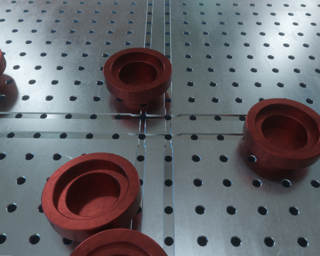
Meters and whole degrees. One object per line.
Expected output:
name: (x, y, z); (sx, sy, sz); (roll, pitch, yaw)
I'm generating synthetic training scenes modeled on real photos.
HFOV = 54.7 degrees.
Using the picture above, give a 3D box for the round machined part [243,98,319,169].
round machined part: (0.154, 0.011, 0.389); (0.099, 0.042, 0.098); (0, 50, 0)

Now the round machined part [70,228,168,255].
round machined part: (-0.036, 0.140, 0.268); (0.099, 0.042, 0.098); (3, 65, -6)

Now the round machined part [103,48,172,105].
round machined part: (-0.032, -0.072, 0.457); (0.099, 0.042, 0.098); (0, 50, 0)

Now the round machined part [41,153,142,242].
round machined part: (-0.068, 0.075, 0.326); (0.099, 0.042, 0.098); (-3, 41, 3)

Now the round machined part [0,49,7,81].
round machined part: (-0.282, -0.086, 0.465); (0.099, 0.042, 0.098); (0, 50, 0)
